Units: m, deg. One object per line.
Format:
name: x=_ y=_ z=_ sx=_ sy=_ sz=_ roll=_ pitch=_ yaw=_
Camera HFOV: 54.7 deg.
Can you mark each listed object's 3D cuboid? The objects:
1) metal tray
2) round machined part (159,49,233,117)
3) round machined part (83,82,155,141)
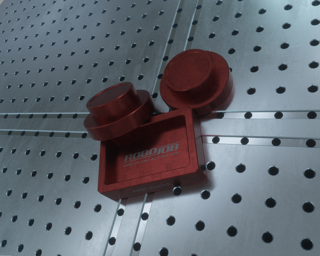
metal tray: x=-0.013 y=0.033 z=0.390 sx=0.130 sy=0.030 sz=0.090 roll=-16 pitch=55 yaw=18
round machined part: x=0.044 y=-0.066 z=0.414 sx=0.098 sy=0.042 sz=0.098 roll=-13 pitch=56 yaw=20
round machined part: x=-0.059 y=-0.028 z=0.418 sx=0.098 sy=0.042 sz=0.098 roll=-20 pitch=25 yaw=10
